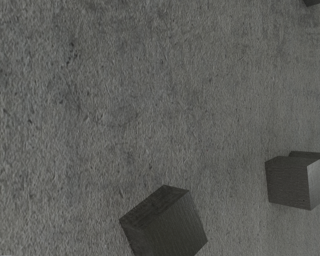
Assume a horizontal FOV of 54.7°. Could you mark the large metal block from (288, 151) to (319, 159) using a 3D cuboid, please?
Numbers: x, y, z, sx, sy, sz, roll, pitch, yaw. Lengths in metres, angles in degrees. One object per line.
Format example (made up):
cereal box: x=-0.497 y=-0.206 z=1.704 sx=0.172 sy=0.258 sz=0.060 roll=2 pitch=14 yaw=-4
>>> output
large metal block: x=0.309 y=0.094 z=0.628 sx=0.050 sy=0.080 sz=0.080 roll=-49 pitch=119 yaw=-29

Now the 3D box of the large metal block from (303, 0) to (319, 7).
large metal block: x=0.338 y=-0.312 z=0.651 sx=0.080 sy=0.080 sz=0.050 roll=32 pitch=71 yaw=-36

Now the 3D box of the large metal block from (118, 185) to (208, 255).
large metal block: x=0.006 y=0.131 z=0.394 sx=0.081 sy=0.050 sz=0.080 roll=-32 pitch=110 yaw=-35

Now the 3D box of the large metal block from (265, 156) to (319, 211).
large metal block: x=0.249 y=0.099 z=0.577 sx=0.050 sy=0.080 sz=0.079 roll=-14 pitch=99 yaw=-39
